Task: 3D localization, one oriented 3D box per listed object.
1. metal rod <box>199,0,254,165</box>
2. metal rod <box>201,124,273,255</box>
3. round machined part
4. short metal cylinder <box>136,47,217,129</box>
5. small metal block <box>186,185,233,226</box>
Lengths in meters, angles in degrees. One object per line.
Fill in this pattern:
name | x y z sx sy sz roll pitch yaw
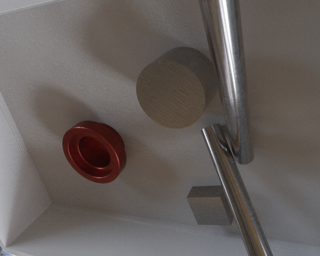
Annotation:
metal rod | 0.059 -0.044 0.257 0.025 0.025 0.299 8 152 24
metal rod | 0.109 0.136 0.340 0.025 0.025 0.299 -31 71 37
round machined part | -0.093 0.031 0.464 0.098 0.042 0.097 13 124 20
short metal cylinder | 0.020 -0.046 0.352 0.080 0.050 0.079 13 124 20
small metal block | 0.072 0.110 0.437 0.050 0.025 0.050 -10 114 32
